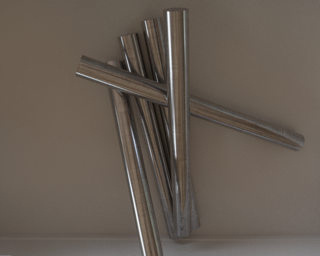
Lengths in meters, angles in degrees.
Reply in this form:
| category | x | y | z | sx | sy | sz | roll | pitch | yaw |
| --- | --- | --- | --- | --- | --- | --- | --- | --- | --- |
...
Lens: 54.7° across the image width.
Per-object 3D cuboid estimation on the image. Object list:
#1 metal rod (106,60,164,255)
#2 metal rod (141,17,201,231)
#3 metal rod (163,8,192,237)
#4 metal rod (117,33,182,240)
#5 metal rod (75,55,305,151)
| category | x | y | z | sx | sy | sz | roll | pitch | yaw |
| --- | --- | --- | --- | --- | --- | --- | --- | --- | --- |
| metal rod | -0.027 | 0.066 | 0.373 | 0.025 | 0.025 | 0.298 | -12 | 86 | 4 |
| metal rod | 0.019 | 0.009 | 0.415 | 0.025 | 0.025 | 0.298 | -11 | 110 | 3 |
| metal rod | 0.024 | 0.016 | 0.370 | 0.025 | 0.025 | 0.298 | -3 | 119 | 1 |
| metal rod | -0.007 | 0.025 | 0.420 | 0.025 | 0.025 | 0.298 | -12 | 110 | 4 |
| metal rod | 0.049 | -0.024 | 0.381 | 0.302 | 0.025 | 0.025 | 18 | 109 | -16 |
